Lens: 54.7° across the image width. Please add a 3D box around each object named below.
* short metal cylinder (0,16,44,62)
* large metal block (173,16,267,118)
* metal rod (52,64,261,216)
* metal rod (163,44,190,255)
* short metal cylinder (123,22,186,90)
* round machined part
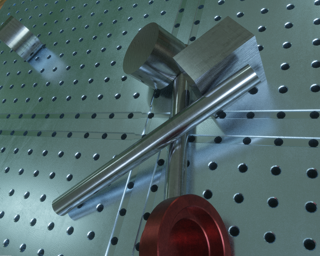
[{"bbox_3d":[-0.290,-0.183,0.638,0.050,0.080,0.080,-50,52,-6],"label":"short metal cylinder"},{"bbox_3d":[0.075,-0.072,0.378,0.080,0.080,0.050,-37,51,4],"label":"large metal block"},{"bbox_3d":[-0.016,0.023,0.375,0.300,0.025,0.025,-35,51,15],"label":"metal rod"},{"bbox_3d":[0.023,0.014,0.387,0.025,0.025,0.299,-9,58,24],"label":"metal rod"},{"bbox_3d":[-0.009,-0.101,0.441,0.080,0.050,0.080,-33,44,39],"label":"short metal cylinder"},{"bbox_3d":[0.020,0.114,0.287,0.042,0.098,0.098,-24,50,41],"label":"round machined part"}]
